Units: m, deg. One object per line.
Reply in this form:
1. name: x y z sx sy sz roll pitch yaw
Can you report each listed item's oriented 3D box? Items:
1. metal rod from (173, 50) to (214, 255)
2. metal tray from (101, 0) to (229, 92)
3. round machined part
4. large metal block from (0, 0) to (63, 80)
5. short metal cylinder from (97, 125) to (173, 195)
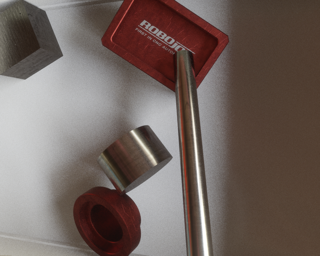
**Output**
1. metal rod: 0.035 0.050 0.322 0.025 0.025 0.299 -11 66 19
2. metal tray: 0.006 -0.107 0.384 0.130 0.030 0.090 33 101 -2
3. round machined part: -0.065 0.121 0.411 0.098 0.042 0.097 13 115 30
4. large metal block: -0.207 -0.130 0.468 0.080 0.050 0.080 -26 82 18
5. short metal cylinder: -0.031 0.041 0.391 0.080 0.080 0.050 -40 78 15
